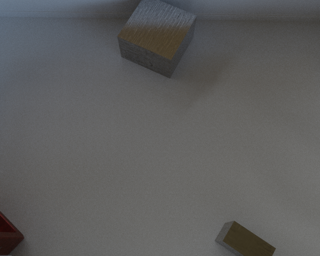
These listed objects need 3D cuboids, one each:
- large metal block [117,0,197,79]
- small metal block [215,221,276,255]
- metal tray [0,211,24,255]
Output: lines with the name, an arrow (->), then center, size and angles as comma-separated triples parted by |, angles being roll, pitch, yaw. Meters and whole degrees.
large metal block -> -0.003, -0.130, 0.444 | 0.080, 0.050, 0.080 | 26, 72, 8
small metal block -> 0.094, 0.131, 0.350 | 0.050, 0.050, 0.025 | 32, 73, 11
metal tray -> -0.205, 0.093, 0.317 | 0.090, 0.130, 0.030 | 39, 75, 12
